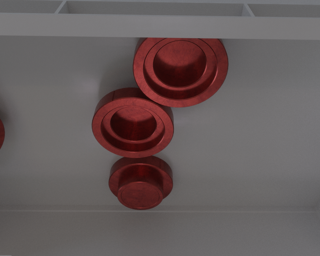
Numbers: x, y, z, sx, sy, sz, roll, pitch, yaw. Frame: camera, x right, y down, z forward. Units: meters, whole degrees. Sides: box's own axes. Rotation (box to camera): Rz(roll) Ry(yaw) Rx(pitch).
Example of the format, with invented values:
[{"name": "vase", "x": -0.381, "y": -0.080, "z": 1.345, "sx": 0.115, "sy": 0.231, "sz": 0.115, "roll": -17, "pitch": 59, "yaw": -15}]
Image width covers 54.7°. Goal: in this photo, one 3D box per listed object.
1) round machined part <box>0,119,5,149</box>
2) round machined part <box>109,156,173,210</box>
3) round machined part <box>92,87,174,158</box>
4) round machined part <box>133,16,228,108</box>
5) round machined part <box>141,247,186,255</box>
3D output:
[{"name": "round machined part", "x": -0.249, "y": 0.005, "z": 0.378, "sx": 0.099, "sy": 0.042, "sz": 0.097, "roll": -28, "pitch": 136, "yaw": -31}, {"name": "round machined part", "x": -0.029, "y": 0.088, "z": 0.473, "sx": 0.099, "sy": 0.042, "sz": 0.097, "roll": 0, "pitch": 130, "yaw": 0}, {"name": "round machined part", "x": -0.032, "y": -0.011, "z": 0.387, "sx": 0.099, "sy": 0.042, "sz": 0.097, "roll": 0, "pitch": 131, "yaw": 0}, {"name": "round machined part", "x": 0.021, "y": -0.073, "z": 0.336, "sx": 0.099, "sy": 0.042, "sz": 0.097, "roll": 0, "pitch": 130, "yaw": 0}, {"name": "round machined part", "x": 0.008, "y": 0.294, "z": 0.651, "sx": 0.099, "sy": 0.042, "sz": 0.097, "roll": 0, "pitch": 130, "yaw": 0}]
